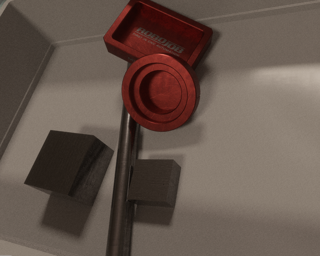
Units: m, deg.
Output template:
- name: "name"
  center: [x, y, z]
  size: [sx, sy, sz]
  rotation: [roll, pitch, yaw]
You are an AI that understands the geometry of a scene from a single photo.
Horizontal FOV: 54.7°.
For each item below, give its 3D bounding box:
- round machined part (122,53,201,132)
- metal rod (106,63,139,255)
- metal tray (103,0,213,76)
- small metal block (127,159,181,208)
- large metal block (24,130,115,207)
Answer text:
- name: "round machined part"
  center: [0.004, -0.047, 0.399]
  size: [0.098, 0.042, 0.097]
  rotation: [6, 109, 19]
- name: "metal rod"
  center: [-0.043, 0.015, 0.417]
  size: [0.025, 0.025, 0.299]
  rotation: [-11, 57, 22]
- name: "metal tray"
  center: [-0.002, -0.126, 0.444]
  size: [0.130, 0.030, 0.090]
  rotation: [28, 76, 10]
- name: "small metal block"
  center: [-0.006, 0.065, 0.368]
  size: [0.050, 0.025, 0.050]
  rotation: [-3, 60, 26]
- name: "large metal block"
  center: [-0.121, 0.053, 0.419]
  size: [0.080, 0.050, 0.080]
  rotation: [5, 64, 30]
